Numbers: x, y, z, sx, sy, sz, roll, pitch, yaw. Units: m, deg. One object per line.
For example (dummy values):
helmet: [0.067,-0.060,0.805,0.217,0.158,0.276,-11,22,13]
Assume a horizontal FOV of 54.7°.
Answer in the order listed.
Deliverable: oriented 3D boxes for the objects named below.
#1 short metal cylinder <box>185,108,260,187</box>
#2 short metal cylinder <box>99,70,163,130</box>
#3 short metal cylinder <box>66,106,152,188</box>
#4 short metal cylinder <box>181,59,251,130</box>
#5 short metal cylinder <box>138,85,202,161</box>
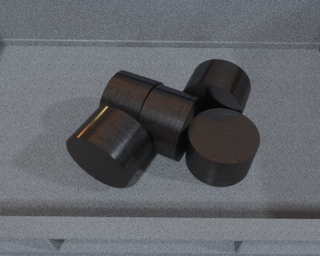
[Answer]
short metal cylinder: [0.072,0.023,0.368,0.081,0.050,0.080,0,50,0]
short metal cylinder: [-0.034,-0.027,0.389,0.050,0.080,0.080,20,53,16]
short metal cylinder: [-0.056,0.022,0.348,0.080,0.080,0.050,23,54,18]
short metal cylinder: [0.072,-0.042,0.403,0.080,0.080,0.050,18,52,14]
short metal cylinder: [0.012,-0.007,0.374,0.050,0.080,0.080,21,53,16]
